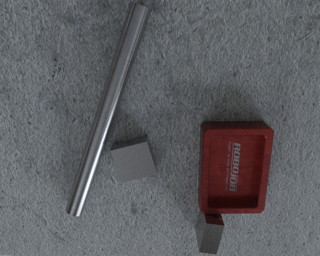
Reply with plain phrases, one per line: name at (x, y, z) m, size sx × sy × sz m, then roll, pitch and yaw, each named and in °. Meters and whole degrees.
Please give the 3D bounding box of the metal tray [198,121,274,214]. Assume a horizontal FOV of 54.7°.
metal tray at (0.101, 0.056, 0.429) m, size 0.091 × 0.030 × 0.129 m, roll -1°, pitch 110°, yaw -1°

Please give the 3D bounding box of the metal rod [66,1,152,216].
metal rod at (-0.073, -0.010, 0.404) m, size 0.025 × 0.025 × 0.298 m, roll 19°, pitch 109°, yaw -7°

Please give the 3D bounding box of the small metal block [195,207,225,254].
small metal block at (0.071, 0.145, 0.451) m, size 0.025 × 0.050 × 0.050 m, roll 8°, pitch 110°, yaw -3°

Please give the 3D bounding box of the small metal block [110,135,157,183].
small metal block at (-0.035, 0.042, 0.425) m, size 0.050 × 0.025 × 0.050 m, roll -14°, pitch 110°, yaw 5°
